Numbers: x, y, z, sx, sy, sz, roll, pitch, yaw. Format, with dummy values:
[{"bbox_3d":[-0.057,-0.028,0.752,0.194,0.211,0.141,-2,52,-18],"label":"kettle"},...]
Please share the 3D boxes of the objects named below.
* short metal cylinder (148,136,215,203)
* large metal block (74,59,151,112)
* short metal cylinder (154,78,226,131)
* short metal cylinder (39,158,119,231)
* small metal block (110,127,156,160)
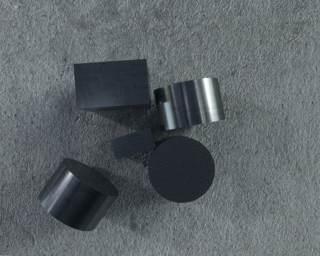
[{"bbox_3d":[0.026,0.050,0.398,0.081,0.050,0.079,0,90,0],"label":"short metal cylinder"},{"bbox_3d":[-0.053,-0.049,0.382,0.081,0.080,0.050,-4,90,0],"label":"large metal block"},{"bbox_3d":[0.036,-0.028,0.383,0.080,0.080,0.050,-10,90,0],"label":"short metal cylinder"},{"bbox_3d":[-0.099,0.081,0.382,0.080,0.080,0.050,35,90,0],"label":"short metal cylinder"},{"bbox_3d":[-0.032,0.018,0.397,0.050,0.050,0.025,-18,90,0],"label":"small metal block"}]
